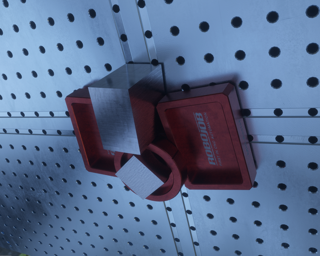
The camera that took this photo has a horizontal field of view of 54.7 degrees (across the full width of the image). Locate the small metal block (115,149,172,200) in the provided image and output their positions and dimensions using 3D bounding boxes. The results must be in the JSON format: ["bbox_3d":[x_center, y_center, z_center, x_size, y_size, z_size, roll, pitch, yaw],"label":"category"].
[{"bbox_3d":[-0.022,0.058,0.399,0.050,0.025,0.050,43,129,-2],"label":"small metal block"}]

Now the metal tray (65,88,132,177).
[{"bbox_3d":[-0.078,0.010,0.450,0.090,0.030,0.129,6,121,25],"label":"metal tray"}]

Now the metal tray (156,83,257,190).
[{"bbox_3d":[0.059,0.016,0.381,0.090,0.030,0.129,-7,115,31],"label":"metal tray"}]

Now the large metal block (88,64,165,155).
[{"bbox_3d":[-0.033,-0.026,0.372,0.050,0.080,0.079,6,121,25],"label":"large metal block"}]

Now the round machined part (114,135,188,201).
[{"bbox_3d":[-0.009,0.047,0.417,0.098,0.042,0.097,13,124,21],"label":"round machined part"}]
